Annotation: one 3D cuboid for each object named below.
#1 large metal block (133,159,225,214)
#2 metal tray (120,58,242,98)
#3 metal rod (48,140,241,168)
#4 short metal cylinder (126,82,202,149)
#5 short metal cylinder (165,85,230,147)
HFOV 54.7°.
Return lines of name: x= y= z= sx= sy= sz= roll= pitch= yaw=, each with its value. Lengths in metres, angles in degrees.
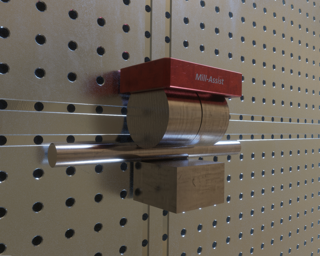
large metal block: x=0.023 y=0.067 z=0.388 sx=0.081 sy=0.080 sz=0.050 roll=1 pitch=90 yaw=-40
metal tray: x=0.028 y=-0.056 z=0.386 sx=0.131 sy=0.090 sz=0.030 roll=1 pitch=89 yaw=-40
metal rod: x=0.007 y=0.030 z=0.410 sx=0.302 sy=0.025 sz=0.025 roll=1 pitch=90 yaw=-40
short metal cylinder: x=0.003 y=-0.016 z=0.373 sx=0.050 sy=0.080 sz=0.079 roll=1 pitch=90 yaw=-40
short metal cylinder: x=0.043 y=-0.015 z=0.406 sx=0.050 sy=0.080 sz=0.080 roll=2 pitch=89 yaw=-40
